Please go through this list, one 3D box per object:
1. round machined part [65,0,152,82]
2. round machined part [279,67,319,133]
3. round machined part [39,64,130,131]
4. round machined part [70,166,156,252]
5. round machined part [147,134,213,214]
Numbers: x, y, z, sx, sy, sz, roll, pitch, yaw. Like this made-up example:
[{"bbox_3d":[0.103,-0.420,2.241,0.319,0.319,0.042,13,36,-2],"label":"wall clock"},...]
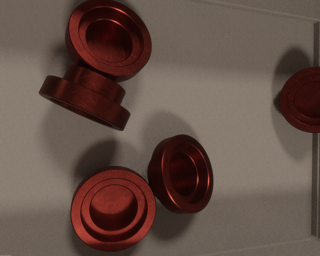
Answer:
[{"bbox_3d":[-0.063,-0.099,0.369,0.099,0.042,0.098,8,71,-25],"label":"round machined part"},{"bbox_3d":[0.236,-0.044,0.473,0.098,0.042,0.097,3,99,22],"label":"round machined part"},{"bbox_3d":[-0.078,-0.035,0.343,0.099,0.098,0.042,26,82,-19],"label":"round machined part"},{"bbox_3d":[-0.057,0.094,0.377,0.099,0.042,0.097,-1,93,-14],"label":"round machined part"},{"bbox_3d":[0.022,0.060,0.396,0.099,0.042,0.098,20,62,-41],"label":"round machined part"}]
